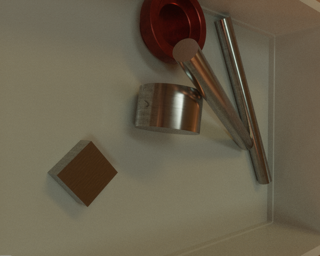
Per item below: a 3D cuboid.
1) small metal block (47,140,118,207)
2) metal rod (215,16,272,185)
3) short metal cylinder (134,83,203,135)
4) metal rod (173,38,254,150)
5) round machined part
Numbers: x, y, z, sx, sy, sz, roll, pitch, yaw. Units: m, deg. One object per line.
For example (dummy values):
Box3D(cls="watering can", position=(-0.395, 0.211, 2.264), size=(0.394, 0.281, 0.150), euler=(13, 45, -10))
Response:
Box3D(cls="small metal block", position=(-0.083, 0.049, 0.339), size=(0.050, 0.025, 0.050), euler=(-50, 120, -29))
Box3D(cls="metal rod", position=(0.147, -0.038, 0.532), size=(0.025, 0.025, 0.298), euler=(-31, 110, -36))
Box3D(cls="short metal cylinder", position=(0.012, -0.021, 0.382), size=(0.081, 0.080, 0.050), euler=(11, 83, -40))
Box3D(cls="metal rod", position=(0.086, -0.022, 0.410), size=(0.300, 0.025, 0.025), euler=(38, 65, -58))
Box3D(cls="round machined part", position=(0.013, -0.132, 0.408), size=(0.099, 0.042, 0.097), euler=(0, 90, -40))
